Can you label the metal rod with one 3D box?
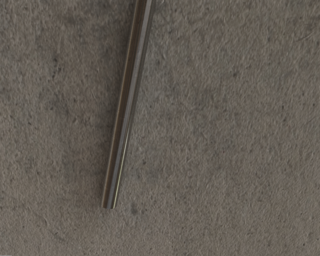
[{"bbox_3d":[-0.044,-0.027,0.399,0.025,0.025,0.298,11,110,-5],"label":"metal rod"}]
